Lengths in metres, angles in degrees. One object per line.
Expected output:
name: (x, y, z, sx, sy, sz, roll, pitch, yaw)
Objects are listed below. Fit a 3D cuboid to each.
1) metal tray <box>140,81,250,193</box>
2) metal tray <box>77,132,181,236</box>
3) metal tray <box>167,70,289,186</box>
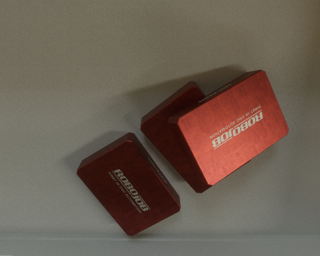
metal tray: (0.048, 0.015, 0.414, 0.090, 0.030, 0.130, -37, 106, 12)
metal tray: (-0.041, 0.082, 0.438, 0.090, 0.030, 0.130, -31, 108, 10)
metal tray: (0.085, -0.002, 0.375, 0.131, 0.030, 0.090, -31, 103, -16)
